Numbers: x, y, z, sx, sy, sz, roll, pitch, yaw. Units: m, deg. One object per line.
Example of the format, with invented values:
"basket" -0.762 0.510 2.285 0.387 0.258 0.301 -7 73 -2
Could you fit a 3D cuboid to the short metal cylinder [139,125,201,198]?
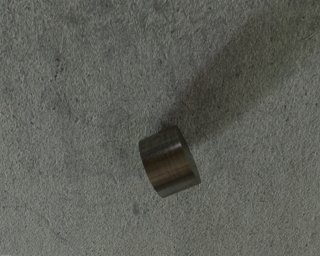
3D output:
"short metal cylinder" 0.013 0.042 0.396 0.050 0.080 0.080 -24 109 8
